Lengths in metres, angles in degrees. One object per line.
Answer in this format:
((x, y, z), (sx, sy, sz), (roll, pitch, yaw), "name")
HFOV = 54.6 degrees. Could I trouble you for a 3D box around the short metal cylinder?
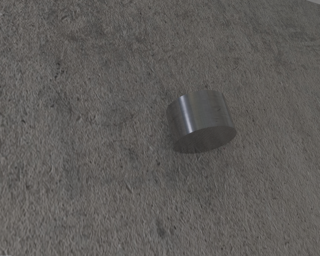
((0.052, -0.006, 0.399), (0.081, 0.080, 0.050), (2, 61, -27), "short metal cylinder")
